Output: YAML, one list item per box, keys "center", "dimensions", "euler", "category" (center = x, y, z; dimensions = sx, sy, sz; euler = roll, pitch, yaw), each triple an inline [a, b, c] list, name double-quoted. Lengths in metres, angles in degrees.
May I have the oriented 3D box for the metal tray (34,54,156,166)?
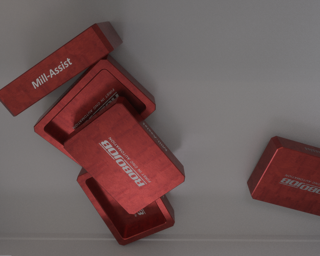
- center: [-0.081, -0.018, 0.395]
  dimensions: [0.130, 0.030, 0.090]
  euler: [-42, 112, 14]
  category: "metal tray"

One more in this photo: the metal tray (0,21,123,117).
- center: [-0.108, -0.070, 0.349]
  dimensions: [0.130, 0.090, 0.030]
  euler: [-31, 107, 10]
  category: "metal tray"

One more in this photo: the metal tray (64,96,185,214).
- center: [-0.042, 0.037, 0.388]
  dimensions: [0.090, 0.030, 0.130]
  euler: [-36, 107, 12]
  category: "metal tray"

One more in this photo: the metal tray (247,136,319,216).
- center: [0.201, 0.071, 0.430]
  dimensions: [0.131, 0.030, 0.089]
  euler: [15, 118, -6]
  category: "metal tray"

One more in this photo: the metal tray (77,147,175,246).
- center: [-0.046, 0.098, 0.444]
  dimensions: [0.090, 0.030, 0.130]
  euler: [-25, 109, 8]
  category: "metal tray"
